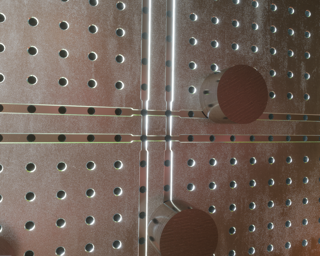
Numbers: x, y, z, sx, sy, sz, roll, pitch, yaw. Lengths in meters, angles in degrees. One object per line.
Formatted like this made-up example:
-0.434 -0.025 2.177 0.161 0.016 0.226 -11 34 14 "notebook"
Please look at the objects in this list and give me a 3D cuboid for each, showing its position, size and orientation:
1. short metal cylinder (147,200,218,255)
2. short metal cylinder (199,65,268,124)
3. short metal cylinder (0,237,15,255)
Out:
0.029 0.140 0.410 0.081 0.050 0.079 0 90 -20 "short metal cylinder"
0.103 -0.045 0.437 0.081 0.050 0.079 0 90 -20 "short metal cylinder"
-0.198 0.158 0.326 0.081 0.050 0.079 0 90 -20 "short metal cylinder"
